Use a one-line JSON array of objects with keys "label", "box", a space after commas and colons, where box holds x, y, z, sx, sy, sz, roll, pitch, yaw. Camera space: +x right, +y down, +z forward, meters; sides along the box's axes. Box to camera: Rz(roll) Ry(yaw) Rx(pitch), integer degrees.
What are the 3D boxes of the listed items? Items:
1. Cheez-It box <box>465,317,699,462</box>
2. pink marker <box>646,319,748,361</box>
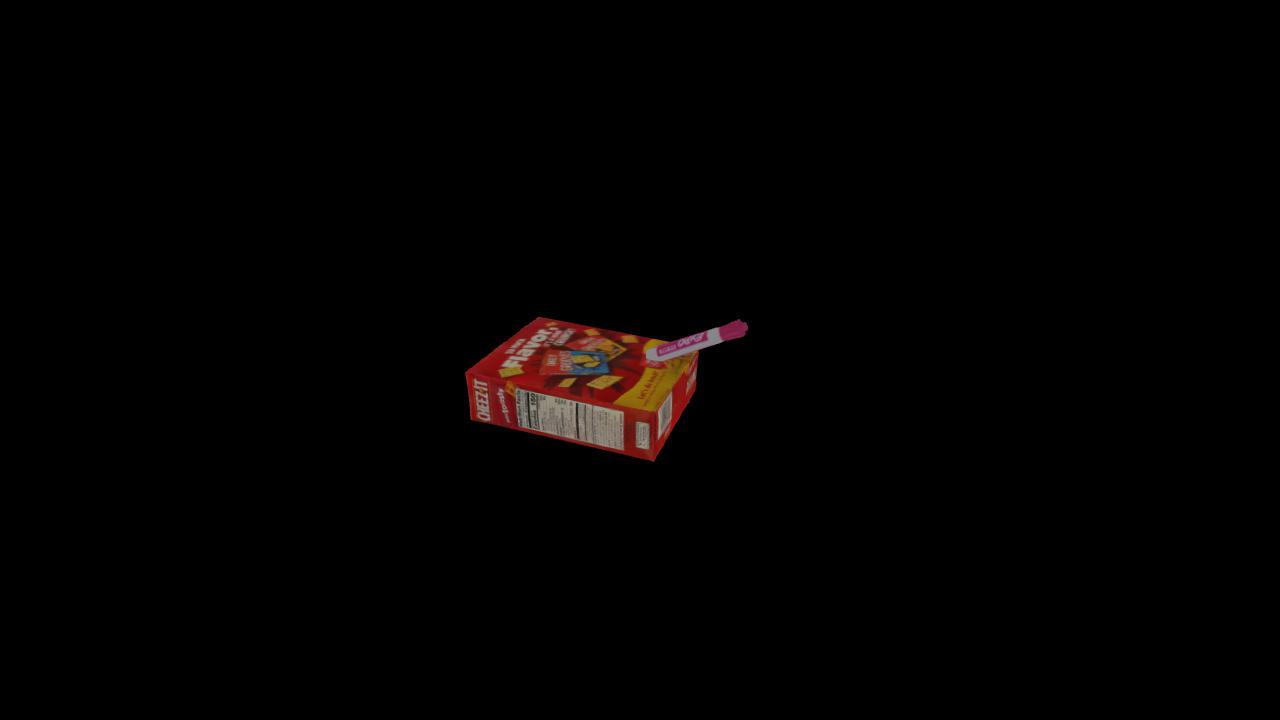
[{"label": "Cheez-It box", "box": [-0.060, 0.025, 0.706, 0.223, 0.071, 0.166, 11, 28, 17]}, {"label": "pink marker", "box": [0.061, -0.019, 0.665, 0.121, 0.020, 0.020, -18, -9, 31]}]
